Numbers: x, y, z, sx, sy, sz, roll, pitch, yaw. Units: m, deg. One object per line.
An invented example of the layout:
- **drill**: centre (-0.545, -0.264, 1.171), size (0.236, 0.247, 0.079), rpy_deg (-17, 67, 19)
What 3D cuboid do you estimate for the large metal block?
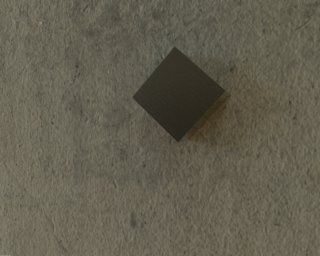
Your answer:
- **large metal block**: centre (0.028, -0.040, 0.385), size (0.080, 0.050, 0.080), rpy_deg (45, 104, 14)
